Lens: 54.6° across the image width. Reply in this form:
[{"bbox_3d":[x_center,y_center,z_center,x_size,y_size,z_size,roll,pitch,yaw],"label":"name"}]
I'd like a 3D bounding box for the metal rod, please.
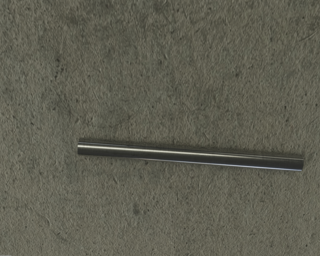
[{"bbox_3d":[0.042,0.037,0.423,0.302,0.025,0.025,4,110,-2],"label":"metal rod"}]
